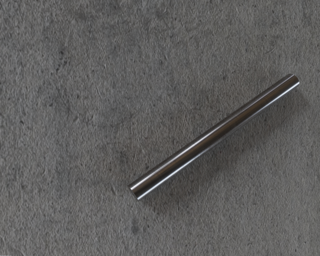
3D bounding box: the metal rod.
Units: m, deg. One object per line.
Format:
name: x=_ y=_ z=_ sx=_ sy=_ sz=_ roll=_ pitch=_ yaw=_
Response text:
metal rod: x=0.086 y=0.005 z=0.440 sx=0.301 sy=0.025 sz=0.025 roll=-33 pitch=101 yaw=-17
